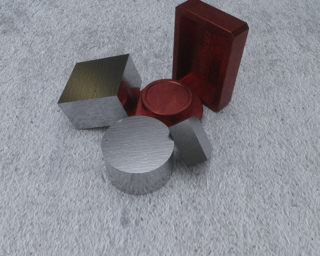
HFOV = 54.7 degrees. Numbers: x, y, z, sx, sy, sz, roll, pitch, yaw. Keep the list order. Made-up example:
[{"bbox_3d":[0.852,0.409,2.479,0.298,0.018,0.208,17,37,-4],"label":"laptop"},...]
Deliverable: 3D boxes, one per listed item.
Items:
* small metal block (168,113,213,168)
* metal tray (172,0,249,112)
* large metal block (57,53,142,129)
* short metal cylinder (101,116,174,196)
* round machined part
[{"bbox_3d":[0.038,0.013,0.364,0.025,0.050,0.050,-25,92,19],"label":"small metal block"},{"bbox_3d":[0.060,-0.094,0.414,0.030,0.129,0.090,-37,60,-27],"label":"metal tray"},{"bbox_3d":[-0.076,-0.048,0.412,0.080,0.050,0.080,-6,48,17],"label":"large metal block"},{"bbox_3d":[-0.025,0.032,0.362,0.081,0.050,0.080,0,50,0],"label":"short metal cylinder"},{"bbox_3d":[0.009,-0.029,0.420,0.099,0.042,0.098,0,50,0],"label":"round machined part"}]
